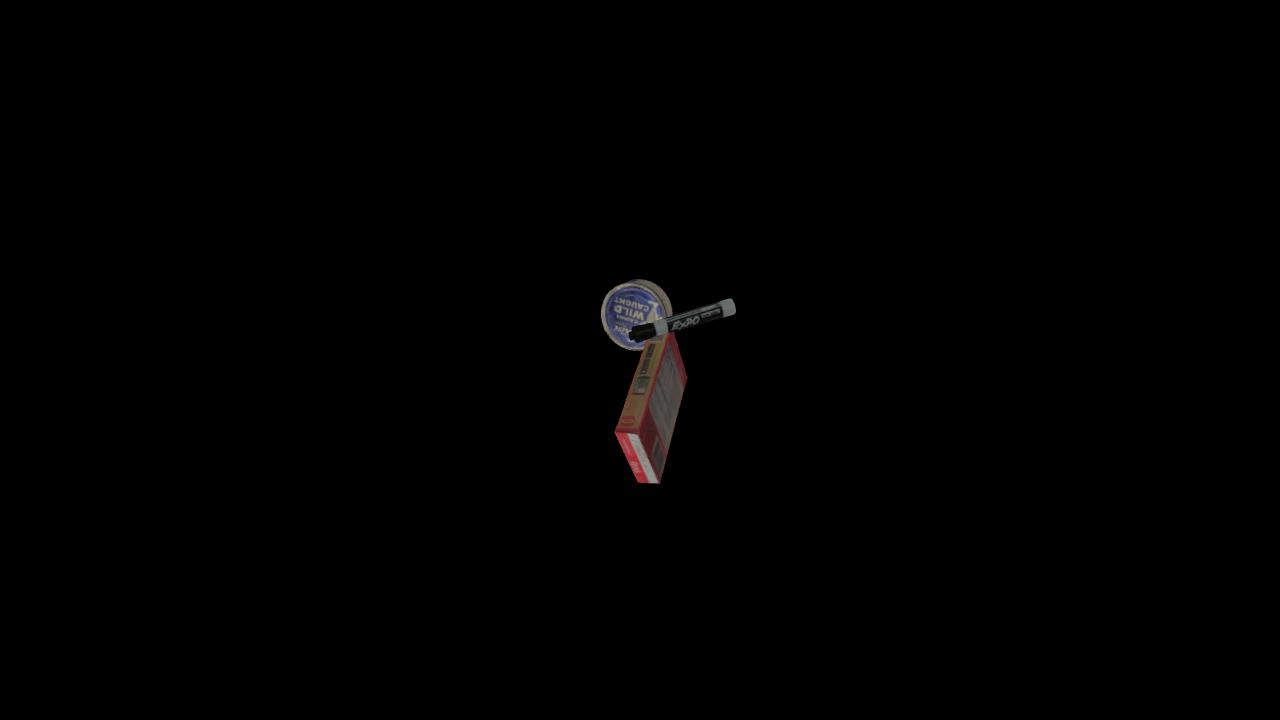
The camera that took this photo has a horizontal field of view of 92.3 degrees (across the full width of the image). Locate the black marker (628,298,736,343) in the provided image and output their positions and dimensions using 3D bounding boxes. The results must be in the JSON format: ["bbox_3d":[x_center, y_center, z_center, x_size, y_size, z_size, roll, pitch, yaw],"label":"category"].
[{"bbox_3d":[0.046,-0.042,0.672,0.121,0.020,0.020,-17,3,-9],"label":"black marker"}]

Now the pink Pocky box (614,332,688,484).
[{"bbox_3d":[0.016,0.045,0.656,0.029,0.084,0.155,-1,44,21],"label":"pink Pocky box"}]

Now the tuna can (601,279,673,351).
[{"bbox_3d":[-0.003,-0.056,0.751,0.084,0.084,0.034,0,17,21],"label":"tuna can"}]
